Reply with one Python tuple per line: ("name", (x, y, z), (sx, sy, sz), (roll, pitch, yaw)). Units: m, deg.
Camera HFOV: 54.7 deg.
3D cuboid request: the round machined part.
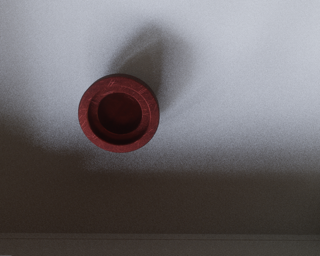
("round machined part", (-0.050, -0.021, 0.394), (0.099, 0.042, 0.097), (0, 110, -1))
